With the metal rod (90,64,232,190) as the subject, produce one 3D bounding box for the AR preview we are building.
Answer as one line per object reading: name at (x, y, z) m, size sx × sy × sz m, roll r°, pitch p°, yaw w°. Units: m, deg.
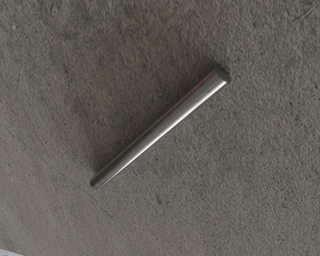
metal rod at (-0.019, 0.017, 0.430) m, size 0.025 × 0.025 × 0.299 m, roll 46°, pitch 129°, yaw -4°
